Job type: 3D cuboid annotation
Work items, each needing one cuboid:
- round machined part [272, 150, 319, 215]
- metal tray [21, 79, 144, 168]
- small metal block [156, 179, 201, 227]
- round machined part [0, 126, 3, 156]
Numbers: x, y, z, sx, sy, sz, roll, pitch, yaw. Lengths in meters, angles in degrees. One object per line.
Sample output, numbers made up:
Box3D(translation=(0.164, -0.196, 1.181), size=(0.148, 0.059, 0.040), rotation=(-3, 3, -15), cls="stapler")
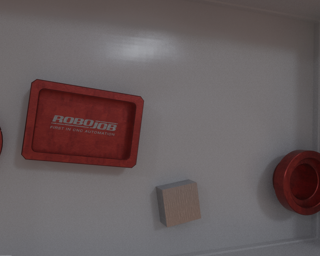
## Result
Box3D(translation=(0.217, 0.083, 0.484), size=(0.099, 0.042, 0.097), rotation=(0, 90, -21), cls="round machined part")
Box3D(translation=(-0.090, -0.003, 0.374), size=(0.131, 0.030, 0.089), rotation=(8, 87, -20), cls="metal tray")
Box3D(translation=(0.025, 0.101, 0.421), size=(0.050, 0.025, 0.050), rotation=(-8, 93, -20), cls="small metal block")
Box3D(translation=(-0.215, 0.014, 0.316), size=(0.099, 0.042, 0.097), rotation=(0, 91, -28), cls="round machined part")
